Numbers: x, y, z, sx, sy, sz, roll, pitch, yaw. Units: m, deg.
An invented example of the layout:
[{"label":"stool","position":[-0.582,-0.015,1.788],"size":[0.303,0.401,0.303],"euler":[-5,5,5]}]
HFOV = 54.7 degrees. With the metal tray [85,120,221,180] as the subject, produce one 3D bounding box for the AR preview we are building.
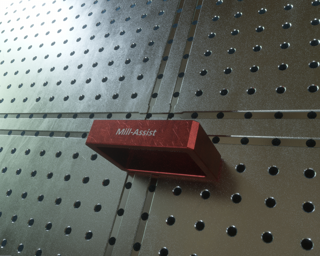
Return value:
[{"label":"metal tray","position":[-0.006,0.025,0.353],"size":[0.130,0.090,0.030],"euler":[1,63,28]}]
